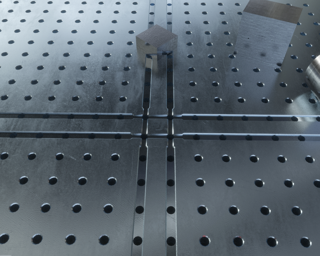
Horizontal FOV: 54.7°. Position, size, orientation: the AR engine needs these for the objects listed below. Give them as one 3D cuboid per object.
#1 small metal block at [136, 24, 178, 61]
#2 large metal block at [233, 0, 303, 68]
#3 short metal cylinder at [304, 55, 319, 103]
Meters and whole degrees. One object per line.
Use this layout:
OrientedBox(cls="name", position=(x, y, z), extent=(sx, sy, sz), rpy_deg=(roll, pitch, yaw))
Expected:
OrientedBox(cls="small metal block", position=(-0.005, -0.148, 0.532), extent=(0.050, 0.025, 0.050), rpy_deg=(36, 59, 26))
OrientedBox(cls="large metal block", position=(0.173, -0.155, 0.503), extent=(0.080, 0.080, 0.050), rpy_deg=(20, 53, 16))
OrientedBox(cls="short metal cylinder", position=(0.252, -0.068, 0.431), extent=(0.081, 0.080, 0.050), rpy_deg=(-7, 51, -6))
